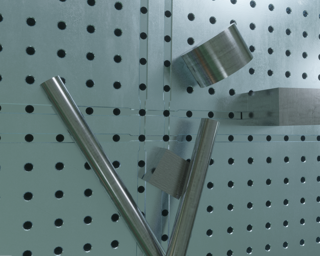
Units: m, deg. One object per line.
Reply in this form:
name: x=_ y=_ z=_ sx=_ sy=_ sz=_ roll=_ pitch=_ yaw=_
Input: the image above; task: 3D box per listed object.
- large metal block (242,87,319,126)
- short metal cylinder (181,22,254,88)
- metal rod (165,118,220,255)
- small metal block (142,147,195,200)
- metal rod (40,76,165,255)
large metal block: x=0.178 y=-0.029 z=0.451 sx=0.081 sy=0.080 sz=0.050 roll=-1 pitch=91 yaw=-20
short metal cylinder: x=0.075 y=-0.096 z=0.412 sx=0.080 sy=0.080 sz=0.050 roll=-36 pitch=102 yaw=-17
metal rod: x=0.028 y=0.133 z=0.397 sx=0.025 sy=0.025 sz=0.299 roll=18 pitch=84 yaw=-20
small metal block: x=0.013 y=0.061 z=0.419 sx=0.050 sy=0.025 sz=0.050 roll=33 pitch=79 yaw=-18
metal rod: x=-0.059 y=0.073 z=0.391 sx=0.025 sy=0.025 sz=0.299 roll=-32 pitch=101 yaw=-17
